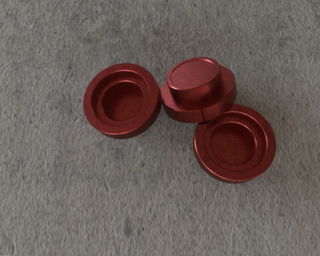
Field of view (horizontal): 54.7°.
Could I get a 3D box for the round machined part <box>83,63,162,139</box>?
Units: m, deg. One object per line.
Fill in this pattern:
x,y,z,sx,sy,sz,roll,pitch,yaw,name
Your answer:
-0.045,-0.032,0.403,0.098,0.042,0.098,-4,70,11,round machined part

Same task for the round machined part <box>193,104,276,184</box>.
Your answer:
0.091,0.022,0.392,0.099,0.042,0.098,0,70,-1,round machined part

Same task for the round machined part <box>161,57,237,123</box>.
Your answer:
0.046,-0.055,0.396,0.098,0.042,0.098,-12,42,11,round machined part
